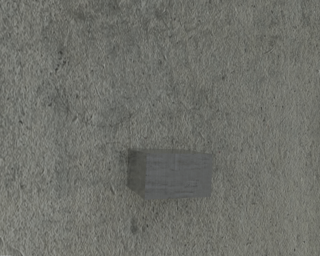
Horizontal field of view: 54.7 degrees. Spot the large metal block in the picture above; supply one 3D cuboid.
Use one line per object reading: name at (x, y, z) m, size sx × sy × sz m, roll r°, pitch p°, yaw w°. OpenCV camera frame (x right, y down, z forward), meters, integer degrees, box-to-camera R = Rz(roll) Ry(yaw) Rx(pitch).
large metal block at (0.009, 0.053, 0.383) m, size 0.081 × 0.080 × 0.050 m, roll 3°, pitch 89°, yaw -20°
